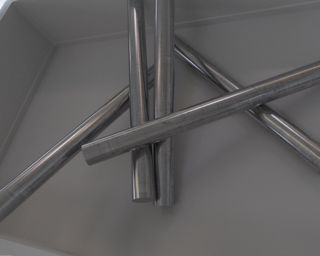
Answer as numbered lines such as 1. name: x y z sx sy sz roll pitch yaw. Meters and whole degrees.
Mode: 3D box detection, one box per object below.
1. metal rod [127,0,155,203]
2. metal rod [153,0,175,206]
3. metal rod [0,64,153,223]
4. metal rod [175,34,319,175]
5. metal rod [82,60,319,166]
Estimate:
1. metal rod: -0.027 -0.056 0.400 0.025 0.025 0.299 -15 62 20
2. metal rod: 0.005 -0.060 0.378 0.025 0.025 0.299 -5 79 26
3. metal rod: -0.084 0.001 0.377 0.025 0.025 0.301 16 47 34
4. metal rod: 0.086 -0.053 0.393 0.025 0.025 0.300 -41 51 0
5. metal rod: 0.062 -0.021 0.339 0.301 0.025 0.025 -20 53 0
